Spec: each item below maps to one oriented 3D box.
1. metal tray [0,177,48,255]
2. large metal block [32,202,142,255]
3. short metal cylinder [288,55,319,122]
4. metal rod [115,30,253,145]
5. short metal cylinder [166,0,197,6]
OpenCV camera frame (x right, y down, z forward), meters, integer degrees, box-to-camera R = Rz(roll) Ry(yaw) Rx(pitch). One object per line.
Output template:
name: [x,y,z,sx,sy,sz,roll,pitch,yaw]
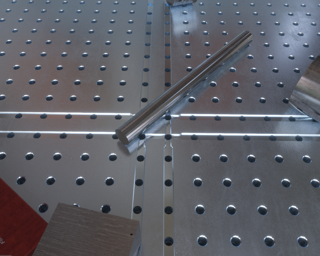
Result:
metal tray: [-0.182,0.103,0.316,0.130,0.030,0.090,32,57,24]
large metal block: [-0.068,0.124,0.286,0.080,0.050,0.080,11,51,8]
short metal cylinder: [0.220,-0.052,0.419,0.050,0.080,0.080,36,58,26]
metal rod: [0.051,-0.074,0.470,0.025,0.025,0.302,35,58,25]
short metal cylinder: [0.040,-0.287,0.614,0.050,0.080,0.080,-14,52,-12]
